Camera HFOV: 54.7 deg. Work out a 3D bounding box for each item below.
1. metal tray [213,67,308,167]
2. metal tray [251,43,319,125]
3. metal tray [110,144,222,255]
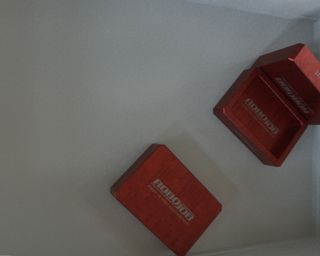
[{"bbox_3d":[0.153,-0.015,0.466,0.130,0.030,0.090,43,76,-15],"label":"metal tray"},{"bbox_3d":[0.205,-0.058,0.453,0.130,0.090,0.030,43,76,-16],"label":"metal tray"},{"bbox_3d":[0.011,0.095,0.413,0.090,0.030,0.130,-47,105,-14],"label":"metal tray"}]
